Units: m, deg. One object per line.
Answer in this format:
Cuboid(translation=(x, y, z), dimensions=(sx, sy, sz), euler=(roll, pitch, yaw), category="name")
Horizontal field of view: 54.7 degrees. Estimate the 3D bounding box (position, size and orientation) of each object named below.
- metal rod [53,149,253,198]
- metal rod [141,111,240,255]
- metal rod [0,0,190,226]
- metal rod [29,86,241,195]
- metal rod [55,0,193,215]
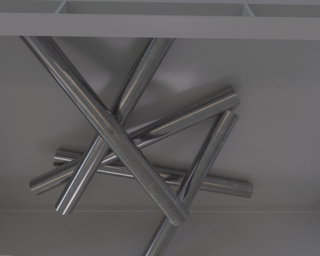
Cuboid(translation=(-0.003, 0.071, 0.469), dimensions=(0.302, 0.025, 0.025), euler=(11, 129, -10), category="metal rod")
Cuboid(translation=(0.023, 0.110, 0.419), dimensions=(0.025, 0.025, 0.298), euler=(24, 100, -19), category="metal rod")
Cuboid(translation=(-0.063, -0.010, 0.335), dimensions=(0.025, 0.025, 0.300), euler=(-32, 104, 24), category="metal rod")
Cuboid(translation=(-0.041, 0.021, 0.406), dimensions=(0.301, 0.025, 0.025), euler=(-25, 126, 12), category="metal rod")
Cuboid(translation=(-0.054, -0.007, 0.362), dimensions=(0.025, 0.025, 0.298), euler=(25, 114, -20), category="metal rod")
